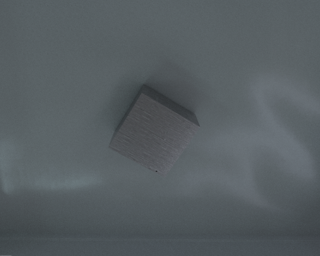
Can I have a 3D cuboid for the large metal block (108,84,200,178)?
[{"bbox_3d":[-0.008,0.003,0.395,0.080,0.050,0.080,30,107,-11],"label":"large metal block"}]
